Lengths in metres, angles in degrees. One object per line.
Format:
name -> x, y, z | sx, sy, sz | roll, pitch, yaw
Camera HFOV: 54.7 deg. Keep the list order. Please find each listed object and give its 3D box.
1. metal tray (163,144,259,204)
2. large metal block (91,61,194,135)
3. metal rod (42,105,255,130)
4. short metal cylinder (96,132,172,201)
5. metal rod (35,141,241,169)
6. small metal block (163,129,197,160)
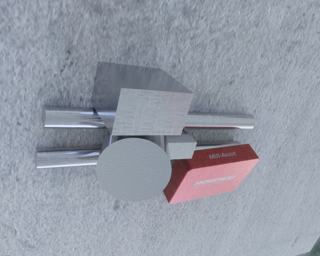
metal tray -> 0.077, 0.070, 0.474 | 0.131, 0.030, 0.089 | -5, 138, -28
large metal block -> -0.023, -0.033, 0.342 | 0.081, 0.080, 0.050 | 1, 118, -29
metal rod -> 0.007, -0.011, 0.407 | 0.303, 0.025, 0.025 | 1, 118, -29
short metal cylinder -> -0.029, 0.036, 0.354 | 0.081, 0.050, 0.079 | -1, 114, -2
metal rod -> -0.009, 0.034, 0.426 | 0.303, 0.025, 0.025 | 0, 119, -29
small metal block -> 0.012, 0.017, 0.411 | 0.050, 0.050, 0.025 | 1, 118, -29
